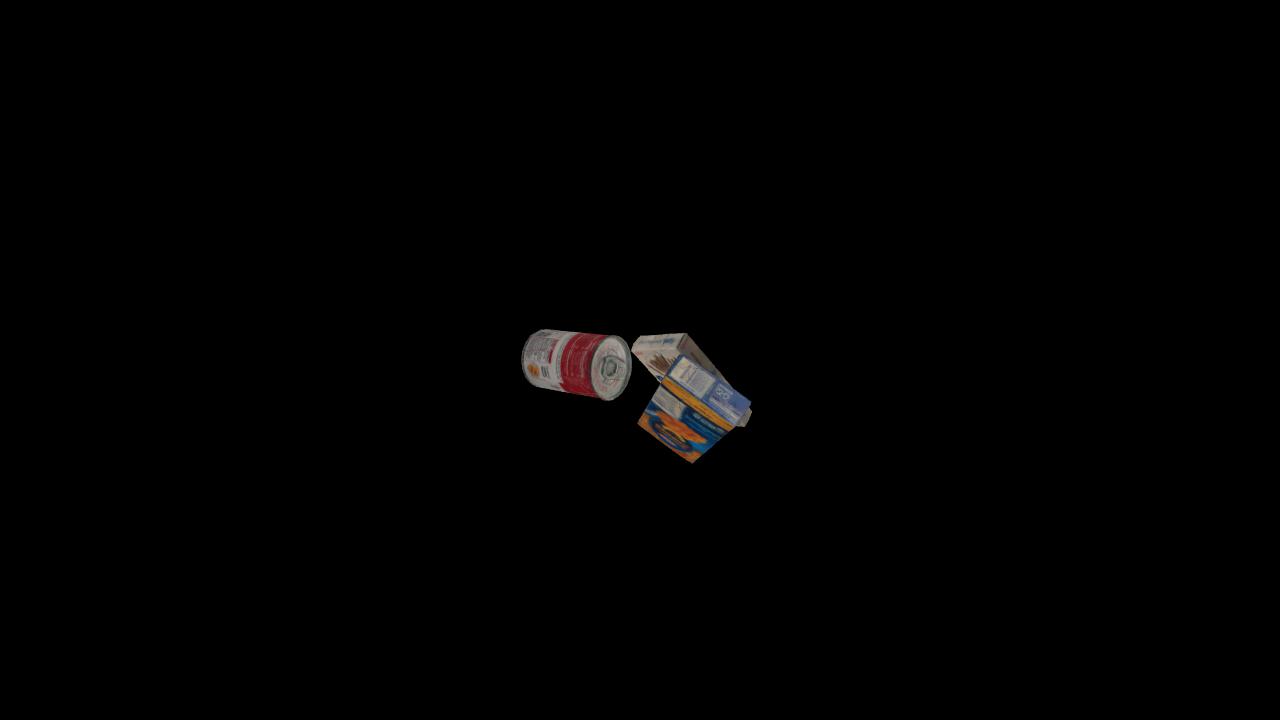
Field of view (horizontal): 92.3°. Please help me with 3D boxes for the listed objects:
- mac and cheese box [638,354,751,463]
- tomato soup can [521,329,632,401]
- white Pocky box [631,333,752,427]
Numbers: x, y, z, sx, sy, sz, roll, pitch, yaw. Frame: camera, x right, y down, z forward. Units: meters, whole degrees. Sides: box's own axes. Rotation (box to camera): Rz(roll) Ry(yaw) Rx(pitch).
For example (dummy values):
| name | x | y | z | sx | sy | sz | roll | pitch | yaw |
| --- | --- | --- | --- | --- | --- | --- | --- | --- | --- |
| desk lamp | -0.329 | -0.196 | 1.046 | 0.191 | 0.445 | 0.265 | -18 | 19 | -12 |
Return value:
| name | x | y | z | sx | sy | sz | roll | pitch | yaw |
| --- | --- | --- | --- | --- | --- | --- | --- | --- | --- |
| mac and cheese box | 0.056 | 0.063 | 0.721 | 0.093 | 0.041 | 0.184 | 34 | -23 | 5 |
| tomato soup can | -0.069 | 0.003 | 0.655 | 0.101 | 0.068 | 0.068 | 7 | 4 | 35 |
| white Pocky box | 0.065 | 0.027 | 0.758 | 0.084 | 0.028 | 0.154 | -2 | -41 | 49 |
